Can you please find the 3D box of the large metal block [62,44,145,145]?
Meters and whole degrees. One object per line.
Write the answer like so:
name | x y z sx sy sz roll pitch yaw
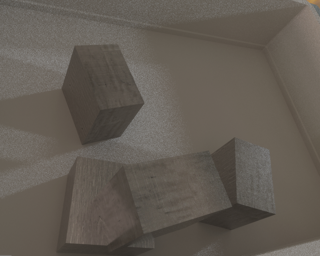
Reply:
large metal block | -0.069 -0.038 0.356 0.050 0.080 0.080 -12 68 -33

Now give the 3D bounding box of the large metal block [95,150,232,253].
large metal block | -0.001 0.064 0.267 0.081 0.080 0.050 -6 65 -31

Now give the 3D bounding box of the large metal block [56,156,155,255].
large metal block | -0.053 0.081 0.312 0.081 0.050 0.080 13 57 -21

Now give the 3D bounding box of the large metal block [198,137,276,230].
large metal block | 0.088 0.070 0.375 0.050 0.080 0.080 19 54 -17
